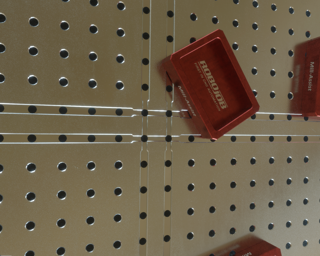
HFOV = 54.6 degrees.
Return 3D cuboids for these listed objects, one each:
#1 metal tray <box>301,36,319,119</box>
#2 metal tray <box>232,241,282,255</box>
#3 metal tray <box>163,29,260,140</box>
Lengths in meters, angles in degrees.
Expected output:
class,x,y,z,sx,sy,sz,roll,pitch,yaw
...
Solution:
class,x,y,z,sx,sy,sz,roll,pitch,yaw
metal tray,0.286,-0.079,0.514,0.091,0.030,0.129,7,88,-20
metal tray,0.124,0.234,0.455,0.131,0.030,0.090,-15,95,-19
metal tray,0.074,-0.060,0.436,0.090,0.030,0.130,-32,101,-17
